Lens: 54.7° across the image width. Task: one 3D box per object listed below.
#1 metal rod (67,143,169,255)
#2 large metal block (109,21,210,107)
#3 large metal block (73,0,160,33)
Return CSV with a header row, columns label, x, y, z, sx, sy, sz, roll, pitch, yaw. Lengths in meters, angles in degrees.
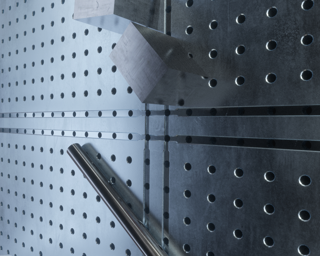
label,x,y,z,sx,sy,sz,roll,pitch,yaw
metal rod,-0.053,0.124,0.451,0.300,0.025,0.025,43,116,31
large metal block,0.000,-0.073,0.372,0.050,0.081,0.080,-50,61,28
large metal block,-0.057,-0.165,0.419,0.080,0.081,0.050,10,97,39
